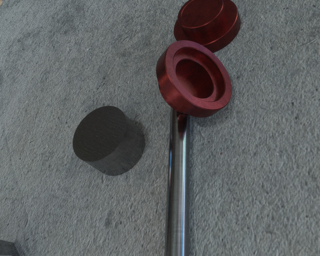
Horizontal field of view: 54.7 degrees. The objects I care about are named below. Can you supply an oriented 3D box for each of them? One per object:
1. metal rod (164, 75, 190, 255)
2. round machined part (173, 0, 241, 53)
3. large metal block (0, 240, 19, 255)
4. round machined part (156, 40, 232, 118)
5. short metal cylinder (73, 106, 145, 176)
[{"bbox_3d":[0.024,0.019,0.379,0.025,0.025,0.299,-10,57,22],"label":"metal rod"},{"bbox_3d":[0.065,-0.158,0.456,0.098,0.042,0.098,-13,56,21],"label":"round machined part"},{"bbox_3d":[-0.215,0.196,0.380,0.080,0.050,0.080,-48,52,-6],"label":"large metal block"},{"bbox_3d":[0.038,-0.056,0.384,0.042,0.099,0.098,-39,40,50],"label":"round machined part"},{"bbox_3d":[-0.067,0.017,0.412,0.080,0.050,0.080,-13,56,21],"label":"short metal cylinder"}]
